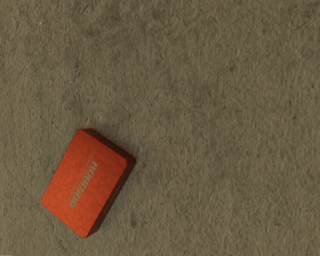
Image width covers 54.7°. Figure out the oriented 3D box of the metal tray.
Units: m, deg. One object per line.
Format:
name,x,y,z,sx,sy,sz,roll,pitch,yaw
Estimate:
metal tray,-0.103,0.077,0.441,0.090,0.030,0.129,32,100,16
